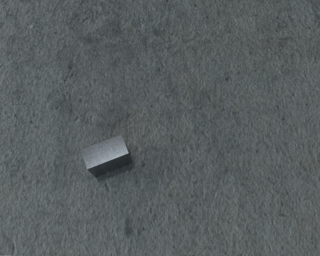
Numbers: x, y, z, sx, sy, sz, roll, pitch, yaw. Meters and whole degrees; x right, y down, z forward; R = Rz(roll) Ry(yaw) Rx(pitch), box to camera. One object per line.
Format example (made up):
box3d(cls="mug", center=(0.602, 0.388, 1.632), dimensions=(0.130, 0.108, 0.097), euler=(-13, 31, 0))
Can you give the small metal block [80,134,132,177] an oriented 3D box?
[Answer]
box3d(cls="small metal block", center=(-0.064, 0.035, 0.381), dimensions=(0.050, 0.050, 0.025), euler=(-21, 72, -8))
